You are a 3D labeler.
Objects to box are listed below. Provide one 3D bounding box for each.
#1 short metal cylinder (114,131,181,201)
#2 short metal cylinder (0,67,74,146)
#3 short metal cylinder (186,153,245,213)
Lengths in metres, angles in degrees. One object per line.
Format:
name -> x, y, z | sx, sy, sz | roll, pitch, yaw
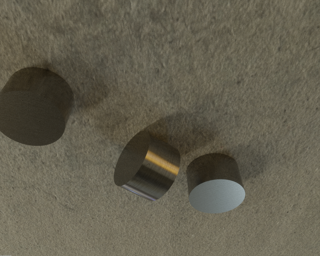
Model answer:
short metal cylinder -> -0.018, 0.050, 0.414 | 0.050, 0.080, 0.080 | 32, 123, -24
short metal cylinder -> -0.148, -0.025, 0.368 | 0.081, 0.050, 0.079 | 0, 130, 0
short metal cylinder -> 0.082, 0.084, 0.463 | 0.081, 0.050, 0.079 | 0, 130, 0
